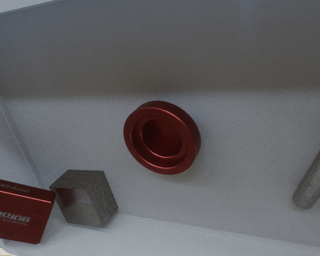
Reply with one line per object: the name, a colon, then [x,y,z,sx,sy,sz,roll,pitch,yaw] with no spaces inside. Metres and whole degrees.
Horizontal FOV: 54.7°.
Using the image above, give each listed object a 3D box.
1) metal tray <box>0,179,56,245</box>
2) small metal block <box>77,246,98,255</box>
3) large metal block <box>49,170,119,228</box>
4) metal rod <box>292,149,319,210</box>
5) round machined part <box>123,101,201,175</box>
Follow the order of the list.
metal tray: [-0.245,0.131,0.494,0.131,0.030,0.089,18,109,-18]
small metal block: [-0.157,0.292,0.672,0.050,0.025,0.050,32,128,6]
large metal block: [-0.129,0.120,0.532,0.080,0.050,0.080,-3,117,29]
metal rod: [0.160,-0.003,0.254,0.025,0.025,0.299,17,147,18]
round machined part: [0.006,0.009,0.399,0.098,0.042,0.097,13,124,20]
